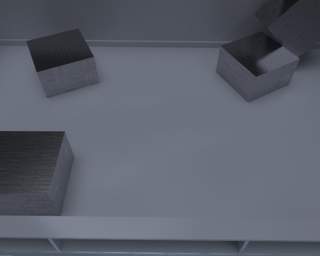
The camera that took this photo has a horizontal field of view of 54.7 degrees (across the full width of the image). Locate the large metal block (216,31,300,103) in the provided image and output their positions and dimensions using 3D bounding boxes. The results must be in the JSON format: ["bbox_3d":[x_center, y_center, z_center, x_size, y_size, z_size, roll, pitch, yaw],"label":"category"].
[{"bbox_3d":[0.144,-0.094,0.469,0.081,0.050,0.080,-23,54,-18],"label":"large metal block"}]

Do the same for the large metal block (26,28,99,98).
[{"bbox_3d":[-0.147,-0.100,0.472,0.081,0.050,0.080,-20,53,-16],"label":"large metal block"}]

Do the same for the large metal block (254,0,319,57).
[{"bbox_3d":[0.204,-0.163,0.460,0.080,0.080,0.050,33,29,-32],"label":"large metal block"}]

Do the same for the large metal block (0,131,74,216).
[{"bbox_3d":[-0.149,0.050,0.346,0.080,0.050,0.080,0,50,0],"label":"large metal block"}]
